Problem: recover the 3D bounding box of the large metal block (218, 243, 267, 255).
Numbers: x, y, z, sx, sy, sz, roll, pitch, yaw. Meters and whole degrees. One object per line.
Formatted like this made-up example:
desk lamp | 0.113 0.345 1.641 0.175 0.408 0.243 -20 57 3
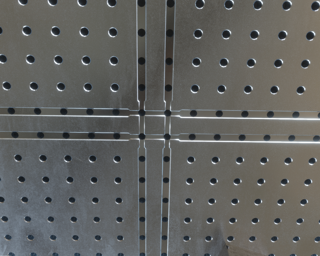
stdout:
large metal block | 0.128 0.241 0.491 0.080 0.050 0.079 20 109 -8
